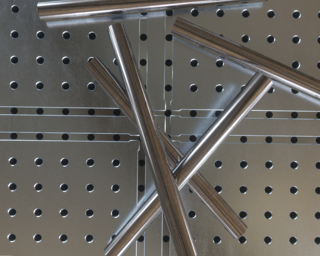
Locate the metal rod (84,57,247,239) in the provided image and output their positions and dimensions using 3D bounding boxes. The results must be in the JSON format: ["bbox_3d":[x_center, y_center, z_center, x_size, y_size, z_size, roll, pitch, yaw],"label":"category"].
[{"bbox_3d":[0.008,0.026,0.413,0.025,0.025,0.300,-41,91,0],"label":"metal rod"}]

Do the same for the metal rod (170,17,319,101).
[{"bbox_3d":[0.157,-0.076,0.415,0.301,0.025,0.025,24,90,-1],"label":"metal rod"}]

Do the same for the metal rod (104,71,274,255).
[{"bbox_3d":[0.029,0.055,0.387,0.025,0.025,0.299,39,100,-1],"label":"metal rod"}]

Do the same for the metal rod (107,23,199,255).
[{"bbox_3d":[-0.013,0.006,0.381,0.025,0.025,0.299,-18,78,0],"label":"metal rod"}]

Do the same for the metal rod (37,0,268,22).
[{"bbox_3d":[-0.007,-0.168,0.413,0.302,0.025,0.025,-6,90,-1],"label":"metal rod"}]
